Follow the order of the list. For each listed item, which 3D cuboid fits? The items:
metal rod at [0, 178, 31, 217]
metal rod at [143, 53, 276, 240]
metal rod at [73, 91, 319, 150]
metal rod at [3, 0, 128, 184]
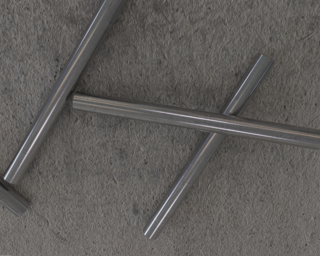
[{"bbox_3d":[-0.296,0.014,0.412,0.025,0.025,0.300,-39,106,13],"label":"metal rod"},{"bbox_3d":[0.058,0.036,0.423,0.025,0.025,0.298,28,108,-10],"label":"metal rod"},{"bbox_3d":[0.042,-0.010,0.384,0.302,0.025,0.025,9,110,5],"label":"metal rod"},{"bbox_3d":[-0.123,-0.047,0.391,0.025,0.025,0.299,32,107,-11],"label":"metal rod"}]
